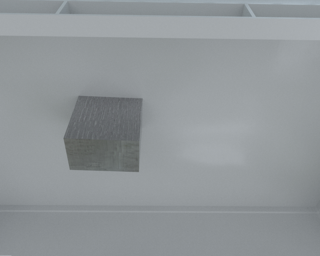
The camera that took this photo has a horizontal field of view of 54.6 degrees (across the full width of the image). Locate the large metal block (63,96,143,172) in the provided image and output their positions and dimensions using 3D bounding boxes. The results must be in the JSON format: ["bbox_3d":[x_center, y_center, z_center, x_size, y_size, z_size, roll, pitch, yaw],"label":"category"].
[{"bbox_3d":[-0.064,0.006,0.377,0.080,0.080,0.050,2,130,-2],"label":"large metal block"}]
